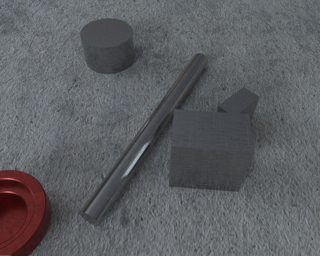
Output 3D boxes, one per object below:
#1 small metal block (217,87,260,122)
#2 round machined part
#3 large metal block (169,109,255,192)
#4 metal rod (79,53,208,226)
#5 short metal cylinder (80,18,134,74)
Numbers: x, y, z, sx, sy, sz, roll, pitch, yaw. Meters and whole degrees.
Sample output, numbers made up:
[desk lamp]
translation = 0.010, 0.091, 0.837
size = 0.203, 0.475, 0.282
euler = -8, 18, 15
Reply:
[small metal block]
translation = 0.098, -0.017, 0.403
size = 0.050, 0.050, 0.025
euler = -35, 59, -26
[round machined part]
translation = -0.159, 0.094, 0.311
size = 0.099, 0.042, 0.098
euler = 0, 50, 0
[large metal block]
translation = 0.053, 0.027, 0.346
size = 0.080, 0.080, 0.050
euler = 4, 50, 3
[metal rod]
translation = -0.004, -0.007, 0.408
size = 0.025, 0.025, 0.301
euler = 22, 53, 17
[short metal cylinder]
translation = -0.083, -0.132, 0.497
size = 0.081, 0.050, 0.080
euler = 0, 50, 0
